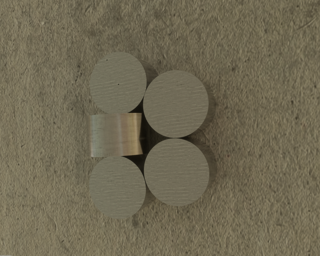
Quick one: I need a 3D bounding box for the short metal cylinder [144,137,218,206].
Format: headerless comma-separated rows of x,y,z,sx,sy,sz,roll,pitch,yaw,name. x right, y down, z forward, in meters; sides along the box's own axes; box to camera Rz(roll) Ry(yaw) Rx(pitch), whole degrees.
0.027,0.052,0.387,0.080,0.050,0.080,0,91,21,short metal cylinder

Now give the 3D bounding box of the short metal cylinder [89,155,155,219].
-0.046,0.074,0.413,0.080,0.050,0.080,0,90,21,short metal cylinder

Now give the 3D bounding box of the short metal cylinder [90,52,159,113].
-0.045,-0.056,0.413,0.080,0.050,0.080,0,90,21,short metal cylinder

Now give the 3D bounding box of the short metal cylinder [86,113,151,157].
-0.053,0.008,0.400,0.080,0.080,0.050,-3,89,20,short metal cylinder

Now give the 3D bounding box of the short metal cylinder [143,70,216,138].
0.026,-0.028,0.387,0.080,0.050,0.080,0,91,20,short metal cylinder
